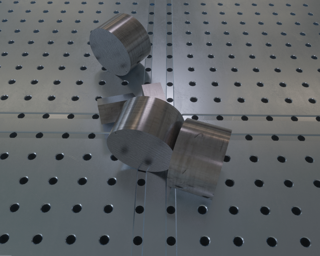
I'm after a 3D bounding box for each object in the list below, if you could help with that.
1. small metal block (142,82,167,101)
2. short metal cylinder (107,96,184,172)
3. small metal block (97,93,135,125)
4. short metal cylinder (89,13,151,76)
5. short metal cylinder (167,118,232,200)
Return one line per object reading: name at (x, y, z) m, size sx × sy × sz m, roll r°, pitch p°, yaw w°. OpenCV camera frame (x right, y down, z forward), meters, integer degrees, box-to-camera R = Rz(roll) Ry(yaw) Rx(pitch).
small metal block at (-0.006, -0.024, 0.411) m, size 0.025 × 0.050 × 0.050 m, roll -10°, pitch 51°, yaw -8°
short metal cylinder at (-0.015, 0.008, 0.364) m, size 0.080 × 0.080 × 0.050 m, roll 12°, pitch 52°, yaw 9°
small metal block at (-0.056, -0.027, 0.414) m, size 0.050 × 0.025 × 0.050 m, roll -11°, pitch 16°, yaw -9°
short metal cylinder at (-0.061, -0.128, 0.479) m, size 0.080 × 0.080 × 0.050 m, roll 28°, pitch 56°, yaw 21°
short metal cylinder at (0.045, 0.034, 0.344) m, size 0.050 × 0.080 × 0.080 m, roll 16°, pitch 52°, yaw 12°
